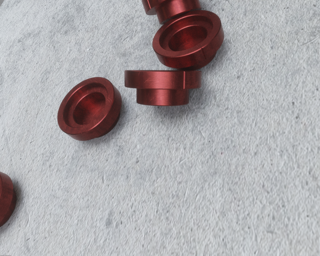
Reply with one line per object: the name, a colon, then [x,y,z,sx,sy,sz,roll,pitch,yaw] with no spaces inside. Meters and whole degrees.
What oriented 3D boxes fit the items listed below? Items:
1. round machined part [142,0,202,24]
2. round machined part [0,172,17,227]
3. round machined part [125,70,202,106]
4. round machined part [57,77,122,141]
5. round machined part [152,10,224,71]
round machined part: [0.025,-0.191,0.475,0.098,0.042,0.098,-19,10,4]
round machined part: [-0.255,0.113,0.458,0.098,0.042,0.098,-13,56,21]
round machined part: [0.004,-0.053,0.400,0.098,0.099,0.042,7,103,31]
round machined part: [-0.099,-0.024,0.460,0.098,0.042,0.098,-13,56,21]
round machined part: [0.042,-0.118,0.438,0.098,0.042,0.098,-14,49,16]
